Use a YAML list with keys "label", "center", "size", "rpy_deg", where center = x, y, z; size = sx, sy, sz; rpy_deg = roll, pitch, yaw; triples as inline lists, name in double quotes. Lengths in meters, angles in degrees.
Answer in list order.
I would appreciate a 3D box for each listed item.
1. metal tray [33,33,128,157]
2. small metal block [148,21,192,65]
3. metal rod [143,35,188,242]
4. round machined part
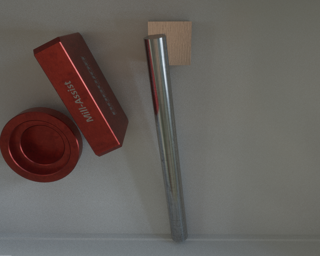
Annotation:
- label: "metal tray"
  center: [-0.083, -0.042, 0.359]
  size: [0.030, 0.090, 0.130]
  rpy_deg: [-25, 109, 8]
- label: "small metal block"
  center: [0.011, -0.103, 0.374]
  size: [0.050, 0.025, 0.050]
  rpy_deg: [-1, 110, -1]
- label: "metal rod"
  center: [0.012, 0.032, 0.408]
  size: [0.025, 0.025, 0.298]
  rpy_deg: [-7, 116, 2]
- label: "round machined part"
  center: [-0.151, 0.019, 0.407]
  size: [0.099, 0.042, 0.097]
  rpy_deg: [0, 110, -1]
